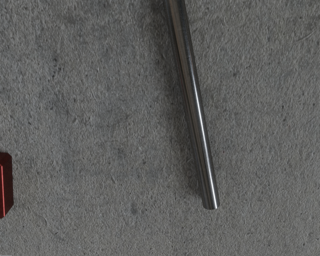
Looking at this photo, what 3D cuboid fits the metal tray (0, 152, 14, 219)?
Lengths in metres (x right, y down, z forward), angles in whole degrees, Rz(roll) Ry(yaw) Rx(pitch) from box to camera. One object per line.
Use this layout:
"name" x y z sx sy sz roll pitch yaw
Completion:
"metal tray" -0.277 0.074 0.430 0.131 0.030 0.089 7 110 -3

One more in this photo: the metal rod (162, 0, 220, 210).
"metal rod" 0.044 -0.025 0.401 0.025 0.025 0.298 -12 110 4
